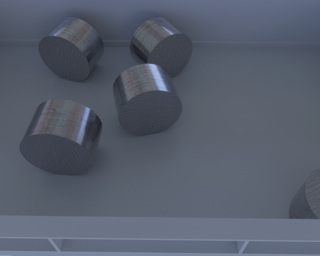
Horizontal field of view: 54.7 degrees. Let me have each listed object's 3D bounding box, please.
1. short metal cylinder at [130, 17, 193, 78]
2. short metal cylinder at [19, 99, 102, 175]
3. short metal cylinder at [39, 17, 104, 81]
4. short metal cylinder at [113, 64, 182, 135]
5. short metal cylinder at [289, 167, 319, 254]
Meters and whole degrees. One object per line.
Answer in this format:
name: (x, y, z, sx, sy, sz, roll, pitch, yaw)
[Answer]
short metal cylinder: (0.002, -0.118, 0.469, 0.081, 0.080, 0.050, -26, 55, -20)
short metal cylinder: (-0.112, 0.012, 0.358, 0.080, 0.080, 0.050, 3, 50, 3)
short metal cylinder: (-0.132, -0.117, 0.467, 0.080, 0.080, 0.050, 14, 52, 11)
short metal cylinder: (-0.017, -0.035, 0.399, 0.081, 0.080, 0.050, -11, 51, -9)
short metal cylinder: (0.182, 0.085, 0.318, 0.080, 0.050, 0.080, 0, 50, 0)
